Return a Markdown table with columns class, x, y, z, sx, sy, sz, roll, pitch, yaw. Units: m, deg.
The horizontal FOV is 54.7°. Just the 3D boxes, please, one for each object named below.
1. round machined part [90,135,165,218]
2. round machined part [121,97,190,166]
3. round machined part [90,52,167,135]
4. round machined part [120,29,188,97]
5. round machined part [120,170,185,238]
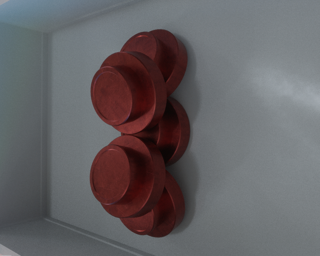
| class | x | y | z | sx | sy | sz | roll | pitch | yaw |
| --- | --- | --- | --- | --- | --- | --- | --- | --- | --- |
| round machined part | -0.045 | 0.055 | 0.364 | 0.098 | 0.042 | 0.098 | -11 | 72 | 37 |
| round machined part | -0.013 | 0.004 | 0.405 | 0.098 | 0.042 | 0.097 | -1 | 88 | 40 |
| round machined part | -0.044 | -0.039 | 0.363 | 0.098 | 0.042 | 0.097 | 12 | 110 | 37 |
| round machined part | -0.017 | -0.082 | 0.394 | 0.098 | 0.042 | 0.098 | -15 | 65 | 35 |
| round machined part | -0.020 | 0.095 | 0.393 | 0.098 | 0.042 | 0.097 | 15 | 114 | 36 |
